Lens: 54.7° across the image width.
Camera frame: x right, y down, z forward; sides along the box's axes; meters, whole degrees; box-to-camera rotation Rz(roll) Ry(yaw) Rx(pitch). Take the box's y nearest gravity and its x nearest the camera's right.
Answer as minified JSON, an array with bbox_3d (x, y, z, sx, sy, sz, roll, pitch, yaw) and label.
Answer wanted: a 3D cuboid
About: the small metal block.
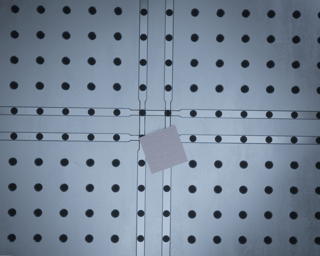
[{"bbox_3d":[0.005,0.028,0.414,0.050,0.025,0.050,-20,90,-1],"label":"small metal block"}]
